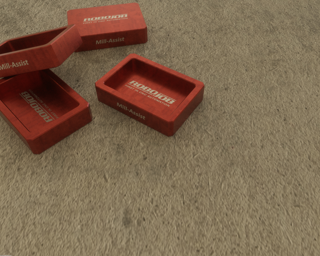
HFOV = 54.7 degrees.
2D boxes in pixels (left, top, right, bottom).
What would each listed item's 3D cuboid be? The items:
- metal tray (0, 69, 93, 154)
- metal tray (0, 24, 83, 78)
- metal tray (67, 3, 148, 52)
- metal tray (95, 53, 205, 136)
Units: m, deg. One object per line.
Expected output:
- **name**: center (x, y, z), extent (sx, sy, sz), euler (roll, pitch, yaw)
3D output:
- **metal tray**: center (-0.168, -0.033, 0.426), extent (0.091, 0.030, 0.130), euler (-37, 59, -27)
- **metal tray**: center (-0.191, -0.112, 0.455), extent (0.130, 0.030, 0.090), euler (-6, 34, 17)
- **metal tray**: center (-0.095, -0.181, 0.551), extent (0.131, 0.030, 0.090), euler (-10, 51, -9)
- **metal tray**: center (-0.014, -0.052, 0.443), extent (0.130, 0.030, 0.090), euler (27, 55, 21)
